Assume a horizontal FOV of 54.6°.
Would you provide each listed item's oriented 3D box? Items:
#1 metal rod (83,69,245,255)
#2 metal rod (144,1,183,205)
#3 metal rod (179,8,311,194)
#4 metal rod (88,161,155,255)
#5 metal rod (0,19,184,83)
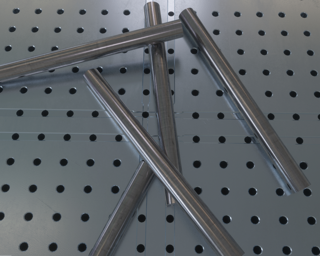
[{"bbox_3d":[-0.010,0.031,0.378,0.025,0.025,0.300,-35,66,-12],"label":"metal rod"},{"bbox_3d":[0.004,-0.047,0.429,0.025,0.025,0.299,-6,70,-2],"label":"metal rod"},{"bbox_3d":[0.108,-0.049,0.430,0.025,0.025,0.299,-26,72,-9],"label":"metal rod"},{"bbox_3d":[-0.083,0.173,0.348,0.025,0.025,0.300,26,72,9],"label":"metal rod"},{"bbox_3d":[-0.117,-0.102,0.433,0.301,0.025,0.025,-14,71,1],"label":"metal rod"}]
